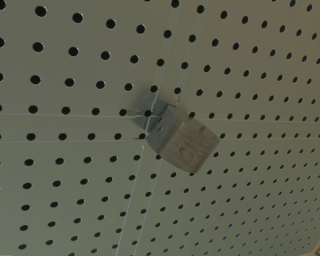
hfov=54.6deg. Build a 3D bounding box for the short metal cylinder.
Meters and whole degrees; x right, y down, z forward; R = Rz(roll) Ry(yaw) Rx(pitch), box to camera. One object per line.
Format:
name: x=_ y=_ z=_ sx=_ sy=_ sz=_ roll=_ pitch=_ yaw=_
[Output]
short metal cylinder: x=0.030 y=0.014 z=0.400 sx=0.080 sy=0.080 sz=0.050 roll=24 pitch=106 yaw=-37
